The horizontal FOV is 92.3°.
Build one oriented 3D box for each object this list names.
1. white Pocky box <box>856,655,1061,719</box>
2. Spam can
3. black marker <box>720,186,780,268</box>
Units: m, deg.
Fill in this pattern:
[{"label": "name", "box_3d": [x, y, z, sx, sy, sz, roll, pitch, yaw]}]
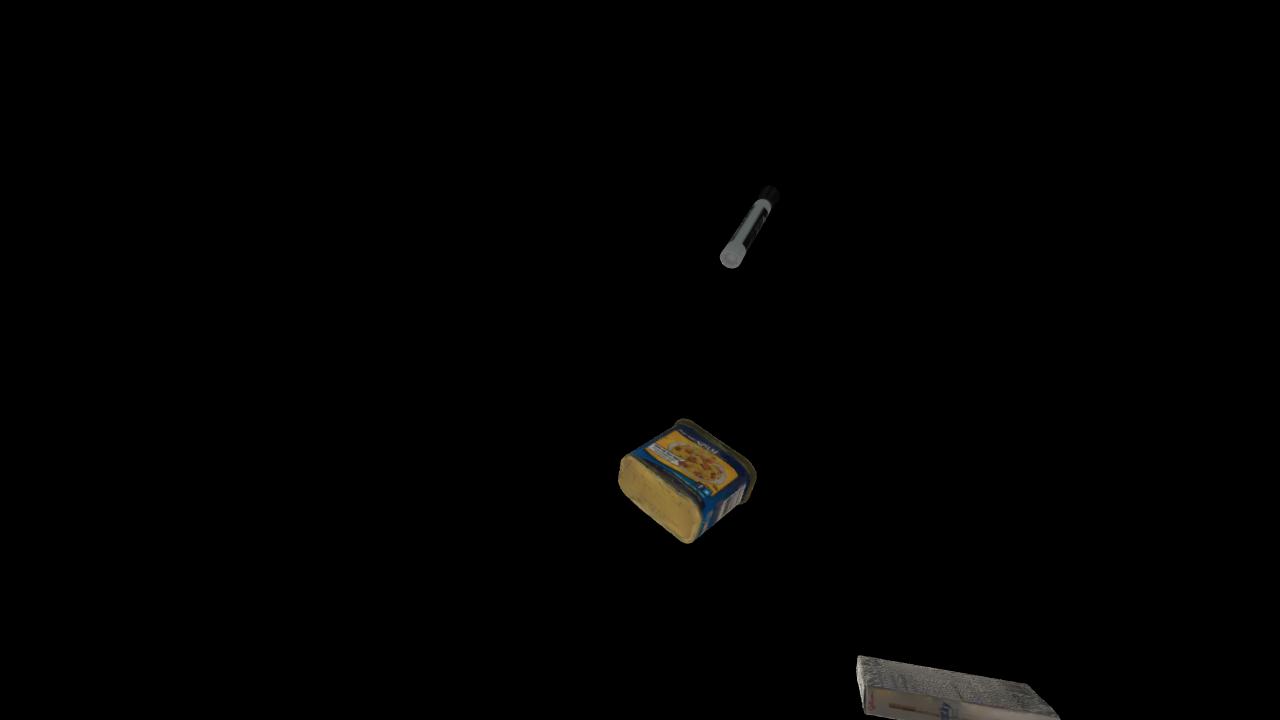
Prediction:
[{"label": "white Pocky box", "box_3d": [0.281, 0.307, 0.559, 0.154, 0.028, 0.084, 3, -7, 15]}, {"label": "Spam can", "box_3d": [0.043, 0.112, 0.580, 0.101, 0.058, 0.085, 32, 38, 30]}, {"label": "black marker", "box_3d": [0.102, -0.123, 0.555, 0.020, 0.020, 0.121, 0, 40, 35]}]
